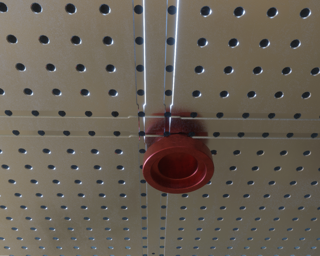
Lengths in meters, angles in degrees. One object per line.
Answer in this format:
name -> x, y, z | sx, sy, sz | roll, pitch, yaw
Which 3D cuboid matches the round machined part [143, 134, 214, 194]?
round machined part -> 0.025, 0.047, 0.441 | 0.099, 0.042, 0.097 | -1, 130, 0
